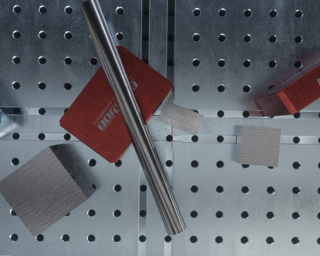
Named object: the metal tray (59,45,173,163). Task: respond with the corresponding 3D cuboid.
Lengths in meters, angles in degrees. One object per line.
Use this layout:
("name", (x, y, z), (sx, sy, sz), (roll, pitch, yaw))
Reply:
("metal tray", (-0.056, -0.031, 0.410), (0.090, 0.030, 0.130), (37, 90, 0))

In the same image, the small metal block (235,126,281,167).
("small metal block", (0.130, 0.024, 0.414), (0.050, 0.025, 0.050), (5, 90, 0))

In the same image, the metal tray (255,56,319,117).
("metal tray", (0.191, -0.063, 0.382), (0.130, 0.090, 0.030), (-34, 90, 0))

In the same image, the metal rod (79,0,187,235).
("metal rod", (-0.033, -0.013, 0.382), (0.025, 0.025, 0.299), (-21, 90, 0))

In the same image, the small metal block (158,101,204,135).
("small metal block", (0.026, -0.013, 0.401), (0.050, 0.050, 0.025), (21, 90, 0))

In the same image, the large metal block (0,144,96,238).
("large metal block", (-0.144, 0.077, 0.400), (0.080, 0.050, 0.080), (-36, 90, 0))
